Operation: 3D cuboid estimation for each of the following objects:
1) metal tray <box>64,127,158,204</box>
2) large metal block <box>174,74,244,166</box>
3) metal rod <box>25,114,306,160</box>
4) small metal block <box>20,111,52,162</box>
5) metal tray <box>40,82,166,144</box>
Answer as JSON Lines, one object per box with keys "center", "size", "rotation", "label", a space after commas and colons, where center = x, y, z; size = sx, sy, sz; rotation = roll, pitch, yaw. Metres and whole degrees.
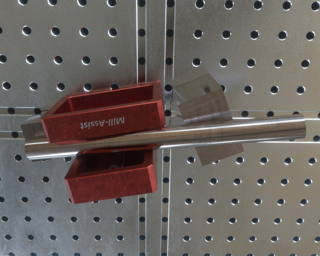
{"center": [-0.050, 0.036, 0.370], "size": [0.091, 0.130, 0.030], "rotation": [-9, 111, 3], "label": "metal tray"}
{"center": [0.057, -0.013, 0.379], "size": [0.050, 0.080, 0.080], "rotation": [-21, 109, 7], "label": "large metal block"}
{"center": [-0.005, 0.012, 0.337], "size": [0.301, 0.025, 0.025], "rotation": [-5, 111, 11], "label": "metal rod"}
{"center": [-0.151, 0.009, 0.401], "size": [0.025, 0.050, 0.050], "rotation": [-8, 110, 2], "label": "small metal block"}
{"center": [-0.061, -0.021, 0.369], "size": [0.131, 0.090, 0.030], "rotation": [-8, 111, 2], "label": "metal tray"}
